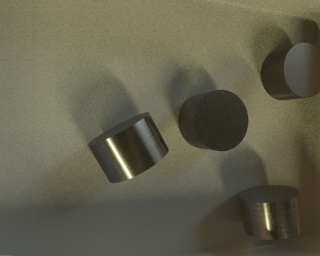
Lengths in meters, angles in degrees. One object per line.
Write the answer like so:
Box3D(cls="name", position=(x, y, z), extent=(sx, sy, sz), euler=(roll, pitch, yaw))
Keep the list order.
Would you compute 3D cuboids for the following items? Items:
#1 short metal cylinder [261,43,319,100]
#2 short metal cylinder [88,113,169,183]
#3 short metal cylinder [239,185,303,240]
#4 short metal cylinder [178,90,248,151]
Box3D(cls="short metal cylinder", position=(0.203, -0.084, 0.472), extent=(0.081, 0.050, 0.080), euler=(0, 90, -20))
Box3D(cls="short metal cylinder", position=(-0.037, 0.022, 0.368), extent=(0.080, 0.080, 0.050), euler=(-31, 100, -17))
Box3D(cls="short metal cylinder", position=(0.157, 0.117, 0.439), extent=(0.081, 0.080, 0.050), euler=(-10, 94, -20))
Box3D(cls="short metal cylinder", position=(0.072, -0.010, 0.424), extent=(0.081, 0.050, 0.080), euler=(0, 90, -20))
